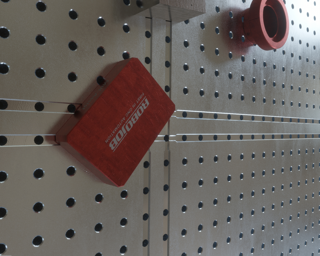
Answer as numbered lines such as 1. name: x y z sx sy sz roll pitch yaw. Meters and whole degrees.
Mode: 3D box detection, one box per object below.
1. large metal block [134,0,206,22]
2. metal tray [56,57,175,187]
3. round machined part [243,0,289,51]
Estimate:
1. large metal block: 0.011 -0.189 0.402 0.081 0.050 0.079 -7 95 -40
2. metal tray: -0.046 -0.008 0.367 0.090 0.030 0.130 49 61 -29
3. round machined part: 0.186 -0.187 0.553 0.099 0.042 0.097 0 90 -40
